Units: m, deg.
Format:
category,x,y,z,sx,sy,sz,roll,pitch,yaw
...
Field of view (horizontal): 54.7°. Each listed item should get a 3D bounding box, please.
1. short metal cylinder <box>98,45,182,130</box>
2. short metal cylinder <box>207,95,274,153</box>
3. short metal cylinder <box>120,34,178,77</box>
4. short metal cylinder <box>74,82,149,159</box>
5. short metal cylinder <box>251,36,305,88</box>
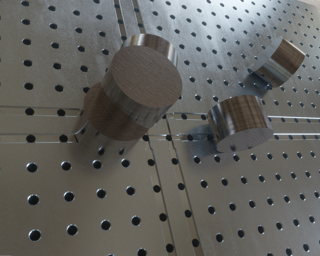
category,x,y,z,sx,sy,sz,roll,pitch,yaw
short metal cylinder,-0.023,-0.044,0.344,0.081,0.050,0.080,14,56,-21
short metal cylinder,0.112,-0.004,0.438,0.081,0.080,0.050,3,61,-27
short metal cylinder,-0.018,-0.077,0.411,0.081,0.080,0.050,19,54,-17
short metal cylinder,-0.056,-0.009,0.369,0.081,0.050,0.080,14,56,-21
short metal cylinder,0.214,-0.120,0.565,0.050,0.080,0.080,36,51,-5
